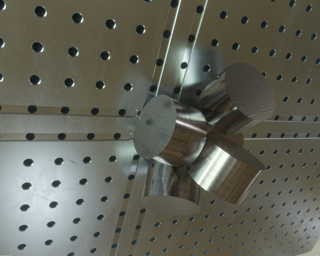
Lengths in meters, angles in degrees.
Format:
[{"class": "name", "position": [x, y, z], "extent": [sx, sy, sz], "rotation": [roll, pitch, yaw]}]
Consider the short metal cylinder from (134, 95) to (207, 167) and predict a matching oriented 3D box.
[{"class": "short metal cylinder", "position": [0.011, 0.005, 0.384], "extent": [0.050, 0.080, 0.080], "rotation": [20, 107, -36]}]

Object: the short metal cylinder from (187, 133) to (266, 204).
[{"class": "short metal cylinder", "position": [0.081, 0.048, 0.384], "extent": [0.081, 0.080, 0.050], "rotation": [19, 108, -36]}]

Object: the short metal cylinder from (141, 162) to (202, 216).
[{"class": "short metal cylinder", "position": [0.018, 0.084, 0.430], "extent": [0.080, 0.050, 0.080], "rotation": [8, 149, 5]}]

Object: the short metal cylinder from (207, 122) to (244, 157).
[{"class": "short metal cylinder", "position": [0.072, 0.020, 0.445], "extent": [0.081, 0.050, 0.079], "rotation": [-13, 123, -21]}]

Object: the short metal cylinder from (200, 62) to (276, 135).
[{"class": "short metal cylinder", "position": [0.100, -0.036, 0.398], "extent": [0.081, 0.080, 0.050], "rotation": [2, 157, -29]}]
